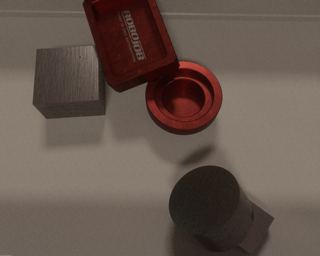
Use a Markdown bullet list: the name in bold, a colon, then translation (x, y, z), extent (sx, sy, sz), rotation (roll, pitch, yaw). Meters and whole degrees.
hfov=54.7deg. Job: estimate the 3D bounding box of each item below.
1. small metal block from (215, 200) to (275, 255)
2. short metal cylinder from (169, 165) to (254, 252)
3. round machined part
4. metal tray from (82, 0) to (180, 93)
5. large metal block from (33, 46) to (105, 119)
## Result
- **small metal block**: translation (0.098, 0.113, 0.369), extent (0.050, 0.025, 0.050), rotation (36, 74, 11)
- **short metal cylinder**: translation (0.057, 0.089, 0.345), extent (0.080, 0.050, 0.080), rotation (-20, 43, 20)
- **round machined part**: translation (0.030, -0.036, 0.414), extent (0.099, 0.042, 0.098), rotation (0, 70, -1)
- **metal tray**: translation (-0.038, -0.121, 0.401), extent (0.090, 0.030, 0.129), rotation (-21, 76, 6)
- **large metal block**: translation (-0.119, -0.061, 0.417), extent (0.081, 0.050, 0.080), rotation (-4, 70, -2)
